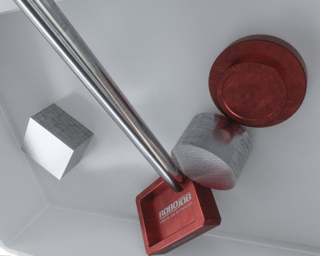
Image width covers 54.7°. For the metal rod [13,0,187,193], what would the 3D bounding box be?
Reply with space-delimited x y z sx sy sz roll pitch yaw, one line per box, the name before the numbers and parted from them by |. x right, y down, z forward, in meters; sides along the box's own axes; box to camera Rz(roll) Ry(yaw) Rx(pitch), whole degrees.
metal rod | -0.043 -0.022 0.316 0.025 0.025 0.300 -7 136 31

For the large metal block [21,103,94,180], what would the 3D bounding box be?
large metal block | -0.163 0.022 0.490 0.080 0.050 0.080 37 129 2

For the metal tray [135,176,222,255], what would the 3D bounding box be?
metal tray | 0.018 0.111 0.428 0.129 0.030 0.090 -45 48 39

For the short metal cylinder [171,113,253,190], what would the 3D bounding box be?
short metal cylinder | 0.060 0.028 0.361 0.080 0.050 0.080 25 149 17

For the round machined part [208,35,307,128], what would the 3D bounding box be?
round machined part | 0.097 -0.042 0.320 0.098 0.042 0.097 13 124 20
